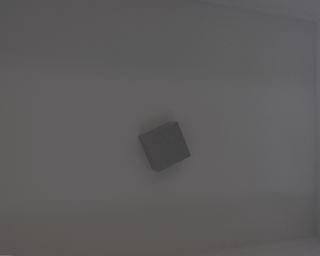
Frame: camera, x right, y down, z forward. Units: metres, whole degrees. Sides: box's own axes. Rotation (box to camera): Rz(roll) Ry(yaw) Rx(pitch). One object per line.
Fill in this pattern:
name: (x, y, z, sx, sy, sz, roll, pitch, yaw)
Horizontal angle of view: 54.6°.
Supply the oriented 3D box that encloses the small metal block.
small metal block: (0.006, 0.024, 0.413, 0.050, 0.025, 0.050, -24, 98, -18)
